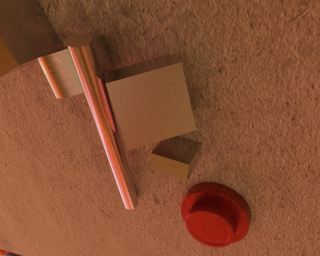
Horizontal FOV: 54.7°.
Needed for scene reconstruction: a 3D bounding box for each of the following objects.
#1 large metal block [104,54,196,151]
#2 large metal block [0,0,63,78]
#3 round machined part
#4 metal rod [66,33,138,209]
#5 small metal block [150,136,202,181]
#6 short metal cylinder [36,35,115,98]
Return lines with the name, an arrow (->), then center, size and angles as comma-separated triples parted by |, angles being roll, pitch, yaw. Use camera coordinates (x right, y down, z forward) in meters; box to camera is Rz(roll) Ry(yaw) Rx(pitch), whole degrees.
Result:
large metal block -> -0.012, -0.030, 0.352 | 0.081, 0.050, 0.080 | -17, 115, -5
large metal block -> -0.184, -0.120, 0.392 | 0.050, 0.080, 0.080 | -16, 110, 34
round machined part -> 0.074, 0.128, 0.435 | 0.098, 0.042, 0.097 | 13, 124, 20
metal rod -> -0.062, 0.020, 0.400 | 0.025, 0.025, 0.298 | 14, 140, 20
small metal block -> 0.022, 0.036, 0.400 | 0.050, 0.050, 0.025 | 16, 125, 19
short metal cylinder -> -0.100, -0.075, 0.375 | 0.080, 0.080, 0.050 | -5, 116, 30
